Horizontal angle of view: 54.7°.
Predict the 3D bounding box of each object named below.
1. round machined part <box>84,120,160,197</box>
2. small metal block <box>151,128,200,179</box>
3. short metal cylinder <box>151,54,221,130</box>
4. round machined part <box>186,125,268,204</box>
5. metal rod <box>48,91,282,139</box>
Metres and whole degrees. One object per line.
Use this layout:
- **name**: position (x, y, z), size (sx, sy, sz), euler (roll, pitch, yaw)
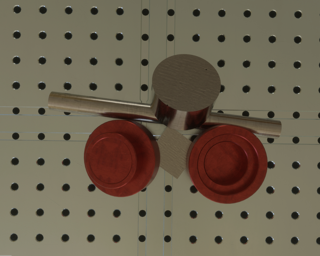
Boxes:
- **round machined part**: position (-0.053, 0.038, 0.388), size (0.098, 0.042, 0.097), euler (0, 91, 18)
- **small metal block**: position (0.017, 0.031, 0.410), size (0.050, 0.025, 0.050), euler (36, 90, 0)
- **short metal cylinder**: position (0.030, -0.044, 0.383), size (0.081, 0.050, 0.080), euler (2, 65, -3)
- **round machined part**: position (0.083, 0.044, 0.400), size (0.099, 0.042, 0.097), euler (0, 92, -3)
- **metal rod**: position (0.007, -0.017, 0.410), size (0.302, 0.025, 0.025), euler (7, 90, 0)
